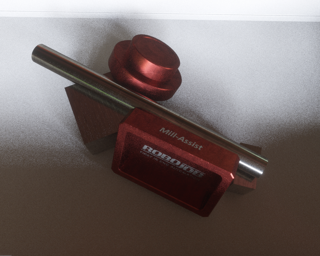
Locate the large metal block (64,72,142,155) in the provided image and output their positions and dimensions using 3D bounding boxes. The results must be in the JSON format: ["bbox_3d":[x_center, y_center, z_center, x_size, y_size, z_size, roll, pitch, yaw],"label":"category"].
[{"bbox_3d":[-0.066,-0.022,0.402,0.080,0.050,0.080,-21,72,-8],"label":"large metal block"}]

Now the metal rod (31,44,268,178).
[{"bbox_3d":[-0.019,-0.024,0.362,0.301,0.025,0.025,28,72,9],"label":"metal rod"}]

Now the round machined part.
[{"bbox_3d":[-0.013,-0.084,0.402,0.099,0.042,0.098,22,39,-18],"label":"round machined part"}]

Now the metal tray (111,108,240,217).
[{"bbox_3d":[0.012,0.042,0.355,0.130,0.089,0.030,25,45,8],"label":"metal tray"}]

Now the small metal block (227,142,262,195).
[{"bbox_3d":[0.100,0.051,0.377,0.025,0.050,0.050,14,71,5],"label":"small metal block"}]
